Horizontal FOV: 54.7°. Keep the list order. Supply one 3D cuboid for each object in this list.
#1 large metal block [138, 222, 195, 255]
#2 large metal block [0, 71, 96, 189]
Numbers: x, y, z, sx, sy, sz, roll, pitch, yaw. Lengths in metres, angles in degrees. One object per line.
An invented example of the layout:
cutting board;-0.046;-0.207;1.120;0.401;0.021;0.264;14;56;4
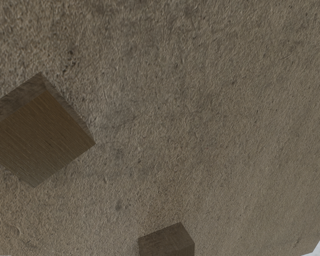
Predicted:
large metal block;0.011;0.220;0.533;0.081;0.050;0.079;-15;125;-20
large metal block;-0.128;0.003;0.322;0.080;0.050;0.080;-36;129;-4
